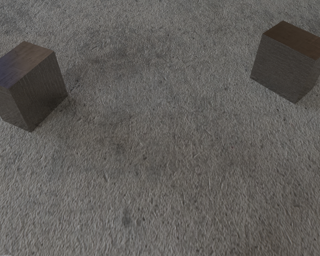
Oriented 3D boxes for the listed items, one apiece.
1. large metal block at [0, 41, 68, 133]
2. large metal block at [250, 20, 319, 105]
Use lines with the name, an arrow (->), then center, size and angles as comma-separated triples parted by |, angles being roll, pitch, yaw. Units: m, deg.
large metal block -> -0.176, -0.055, 0.412 | 0.050, 0.080, 0.080 | 21, 53, 17
large metal block -> 0.187, -0.095, 0.448 | 0.050, 0.080, 0.080 | -36, 59, -26
